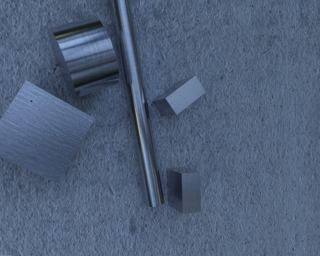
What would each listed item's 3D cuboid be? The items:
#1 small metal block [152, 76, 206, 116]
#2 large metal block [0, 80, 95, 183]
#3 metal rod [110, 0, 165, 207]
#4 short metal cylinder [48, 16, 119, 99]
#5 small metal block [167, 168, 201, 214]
[{"bbox_3d":[0.024,-0.041,0.406,0.050,0.050,0.025,-38,103,-16],"label":"small metal block"},{"bbox_3d":[-0.132,0.005,0.347,0.080,0.050,0.080,31,80,-18],"label":"large metal block"},{"bbox_3d":[-0.031,-0.047,0.398,0.025,0.025,0.298,-11,94,-20],"label":"metal rod"},{"bbox_3d":[-0.086,-0.079,0.348,0.050,0.080,0.080,-23,98,-19],"label":"short metal cylinder"},{"bbox_3d":[0.031,0.080,0.408,0.025,0.050,0.050,-2,91,-20],"label":"small metal block"}]
